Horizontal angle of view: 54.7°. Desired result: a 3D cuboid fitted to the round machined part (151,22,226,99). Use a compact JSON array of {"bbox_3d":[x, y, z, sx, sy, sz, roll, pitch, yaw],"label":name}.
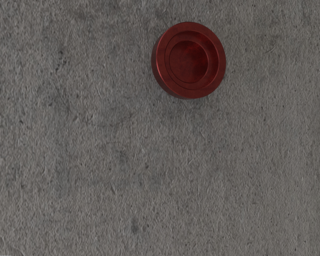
[{"bbox_3d":[0.035,-0.086,0.412,0.099,0.042,0.097,0,90,-20],"label":"round machined part"}]
